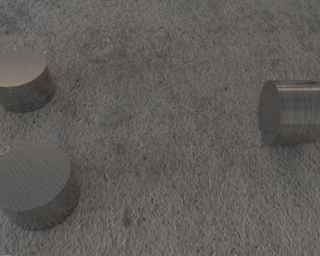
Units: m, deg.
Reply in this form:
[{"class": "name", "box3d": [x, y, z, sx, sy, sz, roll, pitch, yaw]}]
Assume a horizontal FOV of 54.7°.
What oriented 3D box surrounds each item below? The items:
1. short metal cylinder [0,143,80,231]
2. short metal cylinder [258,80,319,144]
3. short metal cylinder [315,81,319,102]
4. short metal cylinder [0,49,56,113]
[{"class": "short metal cylinder", "box3d": [-0.132, 0.063, 0.333, 0.080, 0.050, 0.080, 0, 50, 0]}, {"class": "short metal cylinder", "box3d": [0.160, -0.020, 0.385, 0.050, 0.080, 0.080, 0, 50, 0]}, {"class": "short metal cylinder", "box3d": [0.273, -0.061, 0.440, 0.080, 0.050, 0.080, 0, 50, 0]}, {"class": "short metal cylinder", "box3d": [-0.197, -0.067, 0.442, 0.080, 0.050, 0.080, 0, 50, 0]}]
